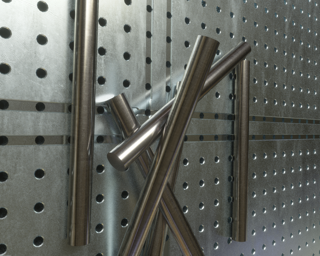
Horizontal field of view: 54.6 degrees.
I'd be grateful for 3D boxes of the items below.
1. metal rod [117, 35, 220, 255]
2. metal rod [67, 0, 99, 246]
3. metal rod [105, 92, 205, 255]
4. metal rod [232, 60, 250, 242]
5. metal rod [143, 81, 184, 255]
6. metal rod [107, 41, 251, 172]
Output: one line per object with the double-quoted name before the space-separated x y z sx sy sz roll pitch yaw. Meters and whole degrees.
"metal rod" 0.002 0.044 0.352 0.025 0.025 0.299 14 99 -39
"metal rod" -0.083 -0.026 0.338 0.025 0.025 0.298 3 88 -40
"metal rod" 0.011 0.097 0.386 0.025 0.025 0.299 -32 100 -35
"metal rod" 0.136 0.037 0.521 0.025 0.025 0.298 2 89 -40
"metal rod" 0.007 0.083 0.413 0.025 0.025 0.299 19 78 -38
"metal rod" 0.045 -0.046 0.410 0.302 0.025 0.025 -42 116 -36
